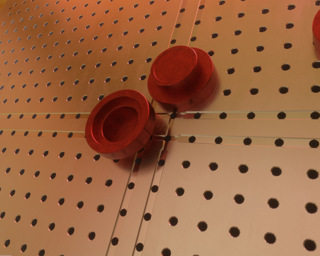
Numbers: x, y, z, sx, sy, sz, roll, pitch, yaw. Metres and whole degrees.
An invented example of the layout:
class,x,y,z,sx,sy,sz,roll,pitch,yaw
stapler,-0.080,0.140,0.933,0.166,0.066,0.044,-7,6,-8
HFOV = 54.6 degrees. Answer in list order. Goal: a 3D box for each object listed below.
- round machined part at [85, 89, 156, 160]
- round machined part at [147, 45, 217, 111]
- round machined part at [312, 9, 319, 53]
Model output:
class,x,y,z,sx,sy,sz,roll,pitch,yaw
round machined part,-0.050,-0.001,0.425,0.098,0.042,0.098,-13,56,21
round machined part,0.026,-0.075,0.431,0.098,0.042,0.098,-13,56,21
round machined part,0.228,-0.125,0.354,0.098,0.042,0.098,-13,56,21
